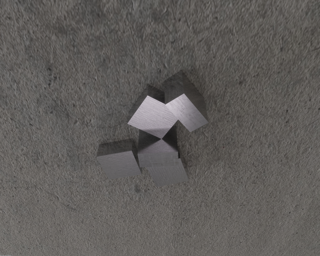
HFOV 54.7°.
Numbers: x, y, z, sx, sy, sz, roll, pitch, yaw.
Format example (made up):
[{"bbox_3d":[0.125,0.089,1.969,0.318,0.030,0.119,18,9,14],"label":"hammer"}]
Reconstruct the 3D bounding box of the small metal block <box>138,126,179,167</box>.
[{"bbox_3d":[-0.002,0.024,0.411,0.050,0.050,0.025,-3,130,2],"label":"small metal block"}]

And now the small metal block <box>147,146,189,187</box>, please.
[{"bbox_3d":[0.011,0.057,0.456,0.050,0.025,0.050,-14,129,11],"label":"small metal block"}]

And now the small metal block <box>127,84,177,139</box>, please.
[{"bbox_3d":[-0.006,-0.020,0.390,0.050,0.025,0.050,25,126,-20],"label":"small metal block"}]

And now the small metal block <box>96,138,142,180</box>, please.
[{"bbox_3d":[-0.057,0.045,0.445,0.050,0.025,0.050,-11,130,8],"label":"small metal block"}]

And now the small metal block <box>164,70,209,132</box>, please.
[{"bbox_3d":[0.030,-0.032,0.364,0.025,0.050,0.050,-30,124,23],"label":"small metal block"}]
